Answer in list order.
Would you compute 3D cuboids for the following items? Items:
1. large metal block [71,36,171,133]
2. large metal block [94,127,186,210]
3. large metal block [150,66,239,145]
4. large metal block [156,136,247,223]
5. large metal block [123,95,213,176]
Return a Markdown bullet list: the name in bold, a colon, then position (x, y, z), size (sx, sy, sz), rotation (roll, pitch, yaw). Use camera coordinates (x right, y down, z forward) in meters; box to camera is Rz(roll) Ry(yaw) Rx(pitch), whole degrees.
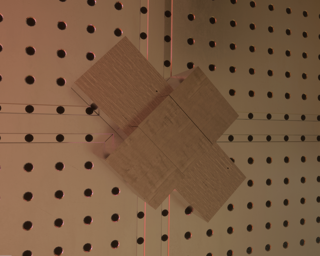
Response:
- **large metal block**: position (-0.048, -0.050, 0.379), size (0.080, 0.050, 0.080), rotation (-47, 105, -13)
- **large metal block**: position (-0.028, 0.044, 0.374), size (0.050, 0.080, 0.080), rotation (-46, 105, -14)
- **large metal block**: position (0.040, -0.026, 0.400), size (0.050, 0.080, 0.080), rotation (-46, 105, -14)
- **large metal block**: position (0.054, 0.065, 0.421), size (0.080, 0.050, 0.080), rotation (-45, 105, -14)
- **large metal block**: position (0.005, 0.009, 0.387), size (0.050, 0.080, 0.080), rotation (-46, 105, -14)
